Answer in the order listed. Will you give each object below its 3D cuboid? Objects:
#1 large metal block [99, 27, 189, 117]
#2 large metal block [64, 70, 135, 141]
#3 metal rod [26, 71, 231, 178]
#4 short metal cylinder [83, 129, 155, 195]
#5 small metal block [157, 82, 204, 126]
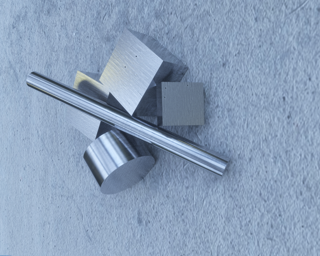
[{"bbox_3d":[-0.024,-0.071,0.406,0.080,0.050,0.080,47,118,29],"label":"large metal block"},{"bbox_3d":[-0.091,-0.033,0.465,0.080,0.050,0.079,31,109,35],"label":"large metal block"},{"bbox_3d":[-0.055,-0.013,0.398,0.301,0.025,0.025,24,106,20],"label":"metal rod"},{"bbox_3d":[-0.054,0.044,0.415,0.080,0.081,0.050,-51,60,28],"label":"short metal cylinder"},{"bbox_3d":[0.024,-0.028,0.368,0.025,0.050,0.050,175,94,-75],"label":"small metal block"}]
